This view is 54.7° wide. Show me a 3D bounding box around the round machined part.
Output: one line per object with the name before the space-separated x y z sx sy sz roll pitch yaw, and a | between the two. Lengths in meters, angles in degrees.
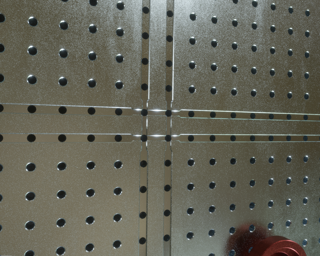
round machined part | 0.170 0.211 0.466 0.099 0.042 0.097 0 90 -20
